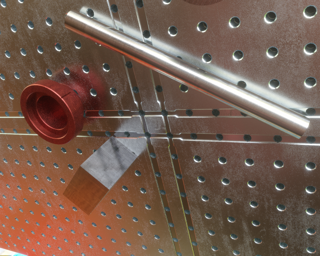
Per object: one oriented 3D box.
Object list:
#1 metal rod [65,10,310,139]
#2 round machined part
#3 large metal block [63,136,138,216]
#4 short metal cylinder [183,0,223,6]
[{"bbox_3d":[0.022,-0.067,0.357,0.301,0.025,0.025,27,128,10],"label":"metal rod"},{"bbox_3d":[-0.154,-0.027,0.462,0.098,0.042,0.097,13,124,20],"label":"round machined part"},{"bbox_3d":[-0.089,0.071,0.464,0.050,0.080,0.080,39,129,1],"label":"large metal block"},{"bbox_3d":[0.045,-0.155,0.275,0.080,0.050,0.079,13,124,20],"label":"short metal cylinder"}]
